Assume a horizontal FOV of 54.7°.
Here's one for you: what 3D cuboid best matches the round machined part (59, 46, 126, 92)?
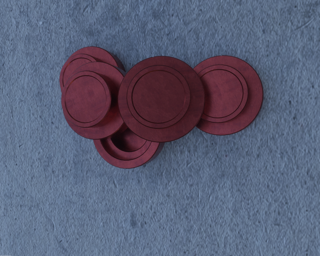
[{"bbox_3d":[-0.100,-0.066,0.434,0.098,0.042,0.097,0,90,19],"label":"round machined part"}]

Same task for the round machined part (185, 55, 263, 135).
[{"bbox_3d":[0.073,-0.040,0.374,0.098,0.042,0.097,0,90,19],"label":"round machined part"}]

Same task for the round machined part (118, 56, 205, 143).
[{"bbox_3d":[0.001,-0.033,0.345,0.099,0.042,0.097,0,89,6],"label":"round machined part"}]

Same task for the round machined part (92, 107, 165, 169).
[{"bbox_3d":[-0.037,0.003,0.413,0.098,0.042,0.097,0,90,19],"label":"round machined part"}]

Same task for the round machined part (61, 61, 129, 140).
[{"bbox_3d":[-0.081,-0.034,0.384,0.098,0.042,0.097,0,90,19],"label":"round machined part"}]
